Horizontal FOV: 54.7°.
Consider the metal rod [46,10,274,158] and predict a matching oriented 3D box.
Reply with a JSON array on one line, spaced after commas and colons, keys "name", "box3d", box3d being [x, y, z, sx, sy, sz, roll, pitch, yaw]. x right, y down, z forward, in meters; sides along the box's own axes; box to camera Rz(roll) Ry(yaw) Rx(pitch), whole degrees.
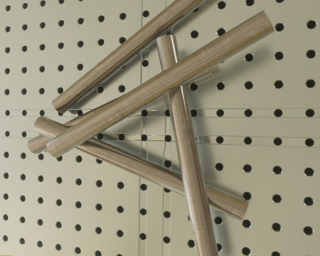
[{"name": "metal rod", "box3d": [-0.015, -0.040, 0.361, 0.300, 0.025, 0.025, -29, 81, 18]}]

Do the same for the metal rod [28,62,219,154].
[{"name": "metal rod", "box3d": [-0.063, -0.027, 0.433, 0.300, 0.025, 0.025, -23, 83, 18]}]

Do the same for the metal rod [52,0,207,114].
[{"name": "metal rod", "box3d": [-0.033, -0.114, 0.423, 0.300, 0.025, 0.025, -35, 79, 16]}]

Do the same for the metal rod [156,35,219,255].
[{"name": "metal rod", "box3d": [0.034, 0.036, 0.368, 0.025, 0.025, 0.298, -13, 84, 19]}]

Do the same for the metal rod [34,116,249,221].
[{"name": "metal rod", "box3d": [-0.034, 0.048, 0.408, 0.301, 0.025, 0.025, 21, 97, 12]}]
